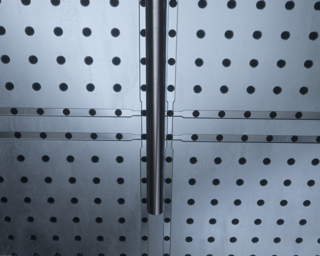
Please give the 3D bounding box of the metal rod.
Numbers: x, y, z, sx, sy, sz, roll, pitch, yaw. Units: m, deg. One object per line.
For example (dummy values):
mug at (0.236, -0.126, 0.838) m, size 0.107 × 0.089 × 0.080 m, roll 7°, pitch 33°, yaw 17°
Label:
metal rod at (-0.006, -0.019, 0.407) m, size 0.025 × 0.025 × 0.298 m, roll 0°, pitch 110°, yaw 0°
